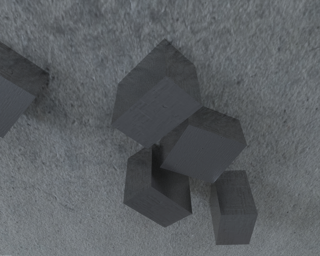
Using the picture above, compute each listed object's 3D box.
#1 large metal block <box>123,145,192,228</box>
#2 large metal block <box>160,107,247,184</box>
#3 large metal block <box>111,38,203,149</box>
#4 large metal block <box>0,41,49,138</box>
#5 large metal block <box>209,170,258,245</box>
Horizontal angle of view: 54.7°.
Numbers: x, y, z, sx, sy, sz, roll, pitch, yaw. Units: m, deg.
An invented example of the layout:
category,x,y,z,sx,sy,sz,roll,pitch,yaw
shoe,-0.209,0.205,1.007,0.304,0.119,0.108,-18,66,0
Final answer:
category,x,y,z,sx,sy,sz,roll,pitch,yaw
large metal block,-0.002,0.081,0.440,0.050,0.080,0.080,-35,122,26
large metal block,0.053,0.020,0.409,0.081,0.050,0.079,19,127,-16
large metal block,-0.004,-0.038,0.339,0.050,0.080,0.080,36,121,-27
large metal block,-0.188,-0.047,0.348,0.080,0.050,0.080,35,122,-26
large metal block,0.109,0.122,0.477,0.050,0.080,0.079,-2,130,1
